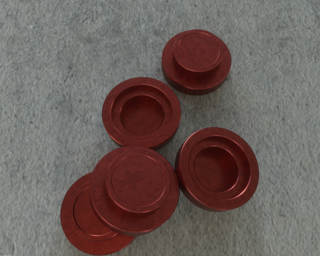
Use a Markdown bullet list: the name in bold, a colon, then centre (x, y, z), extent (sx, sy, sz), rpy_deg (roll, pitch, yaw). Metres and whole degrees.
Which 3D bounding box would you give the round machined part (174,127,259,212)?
- **round machined part**: centre (0.065, 0.051, 0.374), extent (0.099, 0.042, 0.098), rpy_deg (5, 68, -13)

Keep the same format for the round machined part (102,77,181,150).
- **round machined part**: centre (-0.023, -0.014, 0.404), extent (0.099, 0.042, 0.098), rpy_deg (0, 70, -1)

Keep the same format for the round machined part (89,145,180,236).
- **round machined part**: centre (-0.026, 0.062, 0.335), extent (0.099, 0.042, 0.098), rpy_deg (6, 60, -11)

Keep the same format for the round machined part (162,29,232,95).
- **round machined part**: centre (0.052, -0.099, 0.436), extent (0.099, 0.042, 0.098), rpy_deg (0, 70, -1)

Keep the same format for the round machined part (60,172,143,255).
- **round machined part**: centre (-0.068, 0.097, 0.363), extent (0.099, 0.042, 0.098), rpy_deg (0, 70, 0)
